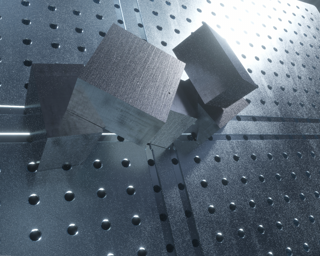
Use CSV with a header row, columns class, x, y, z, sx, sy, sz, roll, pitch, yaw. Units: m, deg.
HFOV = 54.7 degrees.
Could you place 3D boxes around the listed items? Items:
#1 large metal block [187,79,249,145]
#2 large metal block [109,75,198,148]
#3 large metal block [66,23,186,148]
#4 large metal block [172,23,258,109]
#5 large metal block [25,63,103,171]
class,x,y,z,sx,sy,sz,roll,pitch,yaw
large metal block,0.069,-0.036,0.453,0.081,0.050,0.080,-35,81,-39
large metal block,-0.009,-0.024,0.383,0.081,0.080,0.050,17,55,-19
large metal block,-0.030,-0.041,0.298,0.080,0.050,0.080,27,52,-11
large metal block,0.071,-0.074,0.389,0.080,0.050,0.080,1,57,-61
large metal block,-0.104,-0.010,0.323,0.050,0.080,0.080,-6,65,-31
